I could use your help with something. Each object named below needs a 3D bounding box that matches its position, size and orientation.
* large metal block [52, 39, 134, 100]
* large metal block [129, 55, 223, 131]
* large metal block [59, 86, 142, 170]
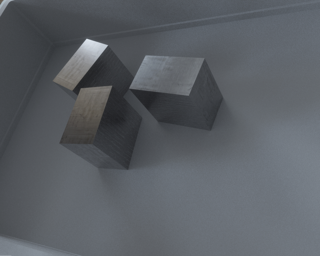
[{"bbox_3d":[-0.095,-0.071,0.462,0.050,0.080,0.080,26,76,36],"label":"large metal block"},{"bbox_3d":[0.023,-0.043,0.384,0.080,0.080,0.050,11,67,32],"label":"large metal block"},{"bbox_3d":[-0.073,0.002,0.406,0.050,0.080,0.080,-1,62,28],"label":"large metal block"}]
